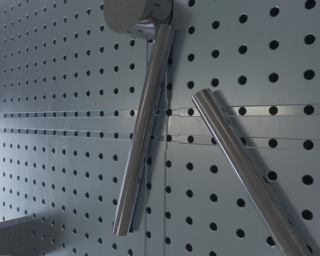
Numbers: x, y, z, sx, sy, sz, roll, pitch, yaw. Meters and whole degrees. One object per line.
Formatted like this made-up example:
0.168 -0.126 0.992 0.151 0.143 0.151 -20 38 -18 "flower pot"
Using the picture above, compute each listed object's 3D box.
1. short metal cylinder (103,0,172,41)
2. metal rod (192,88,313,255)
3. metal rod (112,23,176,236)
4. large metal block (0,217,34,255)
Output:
-0.031 -0.163 0.419 0.080 0.050 0.079 0 90 40 "short metal cylinder"
0.113 0.085 0.316 0.025 0.025 0.299 -41 65 32 "metal rod"
-0.025 0.010 0.429 0.025 0.025 0.298 21 104 38 "metal rod"
-0.307 0.233 0.627 0.050 0.081 0.080 -5 87 40 "large metal block"
